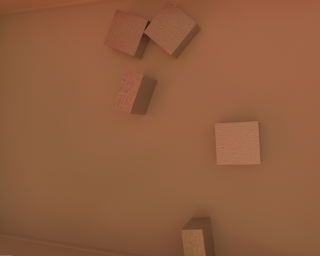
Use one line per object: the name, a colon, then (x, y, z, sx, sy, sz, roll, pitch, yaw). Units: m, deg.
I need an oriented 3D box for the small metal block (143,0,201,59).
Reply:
small metal block: (0.016, -0.127, 0.404, 0.050, 0.025, 0.050, 43, 103, 14)

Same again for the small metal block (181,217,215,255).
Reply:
small metal block: (0.048, 0.142, 0.380, 0.025, 0.050, 0.050, -8, 87, 19)

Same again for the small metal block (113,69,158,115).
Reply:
small metal block: (-0.031, -0.046, 0.407, 0.025, 0.050, 0.050, 22, 97, 18)

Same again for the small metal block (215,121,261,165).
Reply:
small metal block: (0.095, 0.018, 0.377, 0.050, 0.025, 0.050, -3, 89, 19)

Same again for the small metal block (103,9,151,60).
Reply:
small metal block: (-0.042, -0.128, 0.424, 0.050, 0.025, 0.050, 25, 98, 18)
